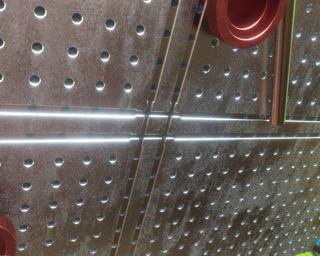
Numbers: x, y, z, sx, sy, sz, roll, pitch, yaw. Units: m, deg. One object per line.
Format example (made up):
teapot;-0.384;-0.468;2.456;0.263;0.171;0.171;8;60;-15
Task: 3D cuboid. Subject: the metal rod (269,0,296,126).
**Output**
metal rod;0.168;-0.130;0.422;0.025;0.025;0.298;-23;127;-15

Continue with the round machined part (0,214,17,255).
round machined part;-0.222;0.132;0.361;0.099;0.042;0.097;-14;124;-21

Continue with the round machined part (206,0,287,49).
round machined part;0.096;-0.146;0.362;0.099;0.042;0.097;-14;124;-21
